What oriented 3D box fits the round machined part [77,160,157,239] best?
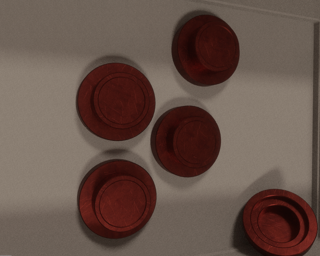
[{"bbox_3d":[-0.050,0.089,0.384,0.099,0.042,0.097,0,90,-21],"label":"round machined part"}]

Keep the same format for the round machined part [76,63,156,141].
[{"bbox_3d":[-0.052,-0.032,0.383,0.099,0.042,0.097,0,90,-21],"label":"round machined part"}]

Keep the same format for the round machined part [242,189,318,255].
[{"bbox_3d":[0.170,0.141,0.448,0.098,0.098,0.042,-37,142,-17],"label":"round machined part"}]

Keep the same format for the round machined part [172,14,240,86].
[{"bbox_3d":[0.069,-0.108,0.428,0.099,0.042,0.097,0,90,-21],"label":"round machined part"}]

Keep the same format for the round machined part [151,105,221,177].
[{"bbox_3d":[0.040,0.018,0.418,0.099,0.042,0.097,0,90,-21],"label":"round machined part"}]
